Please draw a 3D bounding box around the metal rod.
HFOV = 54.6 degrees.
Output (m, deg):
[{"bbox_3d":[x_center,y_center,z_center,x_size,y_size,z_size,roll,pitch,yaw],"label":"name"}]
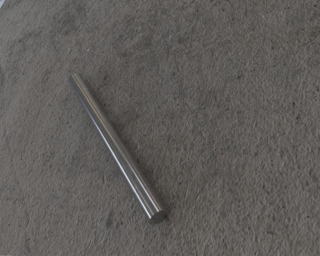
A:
[{"bbox_3d":[-0.073,0.008,0.438,0.025,0.025,0.300,-40,51,1],"label":"metal rod"}]
